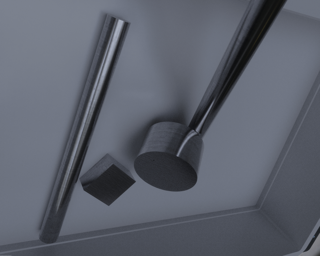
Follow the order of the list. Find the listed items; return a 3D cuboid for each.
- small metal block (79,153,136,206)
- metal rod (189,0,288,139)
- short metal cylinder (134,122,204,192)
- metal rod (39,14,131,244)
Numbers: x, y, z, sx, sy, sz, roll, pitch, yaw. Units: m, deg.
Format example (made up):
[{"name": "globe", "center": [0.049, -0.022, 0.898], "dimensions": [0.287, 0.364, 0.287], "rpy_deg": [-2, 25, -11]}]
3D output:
[{"name": "small metal block", "center": [-0.070, 0.070, 0.415], "dimensions": [0.050, 0.025, 0.050], "rpy_deg": [-42, 130, 0]}, {"name": "metal rod", "center": [0.065, -0.045, 0.327], "dimensions": [0.025, 0.025, 0.298], "rpy_deg": [-16, 154, -20]}, {"name": "short metal cylinder", "center": [0.013, 0.038, 0.398], "dimensions": [0.080, 0.050, 0.080], "rpy_deg": [11, 137, 10]}, {"name": "metal rod", "center": [-0.096, 0.017, 0.367], "dimensions": [0.025, 0.025, 0.298], "rpy_deg": [9, 114, -33]}]
